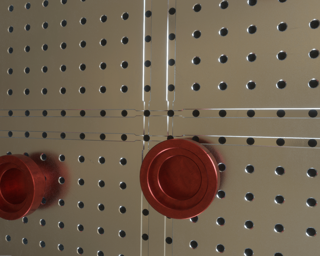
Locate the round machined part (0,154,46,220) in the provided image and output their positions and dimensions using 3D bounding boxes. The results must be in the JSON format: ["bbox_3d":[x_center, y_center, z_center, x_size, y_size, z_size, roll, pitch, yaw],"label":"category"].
[{"bbox_3d":[-0.219,0.089,0.482,0.098,0.042,0.097,0,90,20],"label":"round machined part"}]

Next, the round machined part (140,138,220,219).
[{"bbox_3d":[0.028,0.061,0.394,0.098,0.042,0.097,0,90,20],"label":"round machined part"}]
